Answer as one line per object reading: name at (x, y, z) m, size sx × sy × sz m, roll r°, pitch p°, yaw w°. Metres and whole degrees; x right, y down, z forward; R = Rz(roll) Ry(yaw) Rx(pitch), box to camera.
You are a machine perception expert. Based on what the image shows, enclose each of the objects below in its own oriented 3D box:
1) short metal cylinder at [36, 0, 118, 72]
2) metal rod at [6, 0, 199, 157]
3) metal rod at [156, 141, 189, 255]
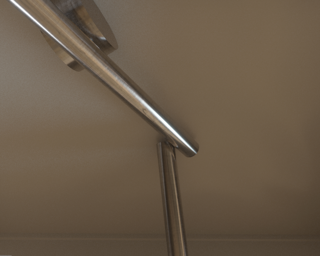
short metal cylinder at (-0.089, -0.109, 0.340) m, size 0.050 × 0.080 × 0.080 m, roll -29°, pitch 108°, yaw 10°
metal rod at (-0.044, -0.048, 0.330) m, size 0.025 × 0.025 × 0.300 m, roll -38°, pitch 130°, yaw 13°
metal rod at (0.023, 0.163, 0.377) m, size 0.025 × 0.025 × 0.299 m, roll -7°, pitch 72°, yaw 2°
